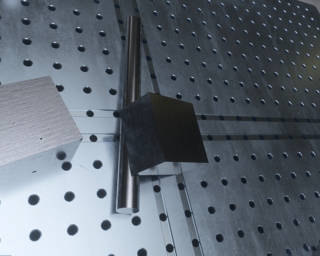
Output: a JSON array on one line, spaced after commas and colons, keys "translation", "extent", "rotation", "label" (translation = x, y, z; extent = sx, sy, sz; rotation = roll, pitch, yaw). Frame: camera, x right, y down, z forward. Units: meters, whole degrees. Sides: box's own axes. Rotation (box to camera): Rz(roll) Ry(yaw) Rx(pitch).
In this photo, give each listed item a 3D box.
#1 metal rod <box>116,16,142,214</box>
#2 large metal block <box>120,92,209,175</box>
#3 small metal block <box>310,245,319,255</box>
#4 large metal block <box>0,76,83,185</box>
[{"translation": [-0.038, -0.039, 0.412], "extent": [0.025, 0.025, 0.299], "rotation": [13, 56, -22], "label": "metal rod"}, {"translation": [0.005, 0.010, 0.370], "extent": [0.081, 0.050, 0.080], "rotation": [9, 62, -48], "label": "large metal block"}, {"translation": [0.247, 0.172, 0.423], "extent": [0.050, 0.050, 0.025], "rotation": [11, 57, -23], "label": "small metal block"}, {"translation": [-0.139, 0.000, 0.318], "extent": [0.081, 0.050, 0.080], "rotation": [-21, 73, -36], "label": "large metal block"}]
